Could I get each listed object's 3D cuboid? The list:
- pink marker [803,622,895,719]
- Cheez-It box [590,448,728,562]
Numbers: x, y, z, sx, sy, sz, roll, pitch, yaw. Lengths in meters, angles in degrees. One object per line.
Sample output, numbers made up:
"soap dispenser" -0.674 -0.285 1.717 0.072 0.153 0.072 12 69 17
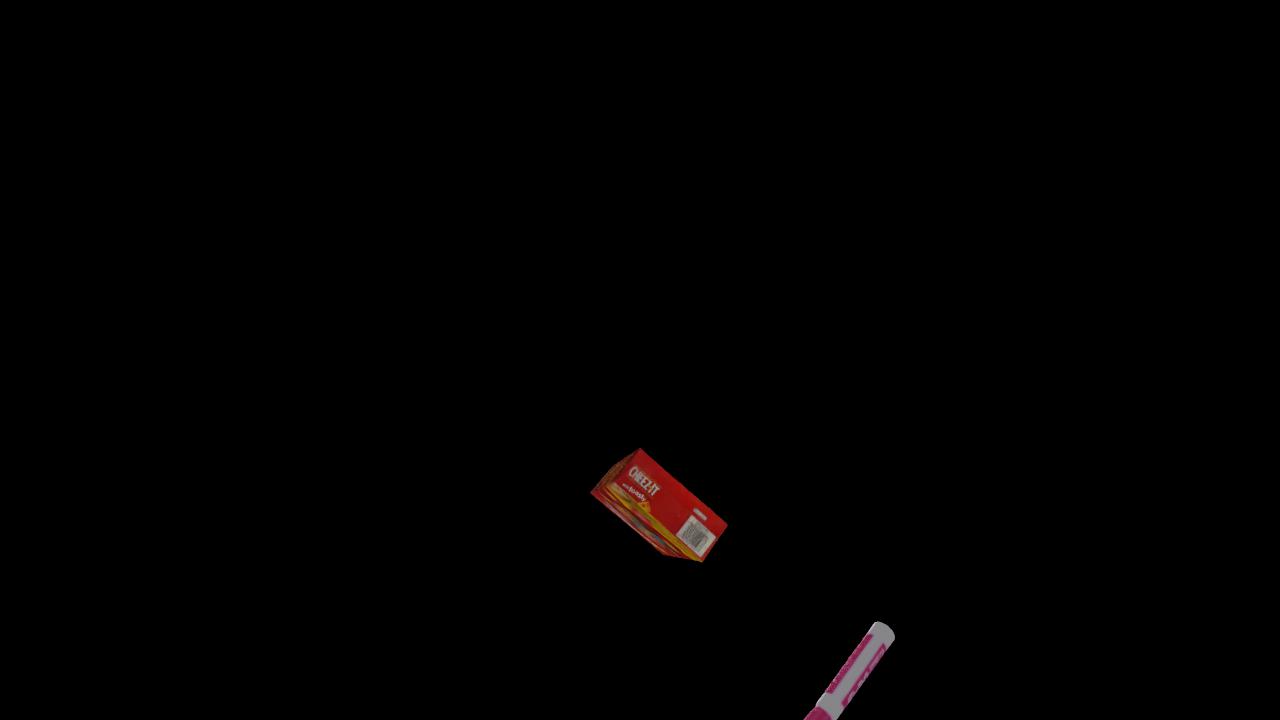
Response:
"pink marker" 0.158 0.248 0.470 0.121 0.020 0.020 -31 18 -34
"Cheez-It box" 0.020 0.224 0.934 0.166 0.071 0.223 41 -20 1
